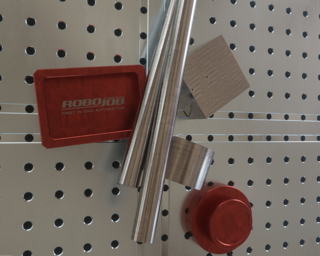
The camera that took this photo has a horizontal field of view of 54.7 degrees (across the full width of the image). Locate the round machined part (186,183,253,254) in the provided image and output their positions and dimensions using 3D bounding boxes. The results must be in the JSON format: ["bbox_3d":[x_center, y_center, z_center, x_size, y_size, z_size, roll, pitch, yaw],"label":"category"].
[{"bbox_3d":[0.090,0.131,0.439,0.099,0.042,0.097,0,90,-21],"label":"round machined part"}]

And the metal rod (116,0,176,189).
[{"bbox_3d":[0.000,-0.074,0.386,0.025,0.025,0.299,20,73,-19],"label":"metal rod"}]

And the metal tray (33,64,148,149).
[{"bbox_3d":[-0.080,-0.028,0.380,0.131,0.030,0.089,-7,93,-20],"label":"metal tray"}]

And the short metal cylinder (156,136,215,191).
[{"bbox_3d":[0.023,0.042,0.393,0.080,0.080,0.050,22,83,-19],"label":"short metal cylinder"}]

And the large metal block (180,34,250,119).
[{"bbox_3d":[0.062,-0.067,0.423,0.080,0.050,0.080,-36,102,-17],"label":"large metal block"}]

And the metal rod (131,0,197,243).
[{"bbox_3d":[0.008,-0.025,0.357,0.025,0.025,0.299,14,79,-20],"label":"metal rod"}]
